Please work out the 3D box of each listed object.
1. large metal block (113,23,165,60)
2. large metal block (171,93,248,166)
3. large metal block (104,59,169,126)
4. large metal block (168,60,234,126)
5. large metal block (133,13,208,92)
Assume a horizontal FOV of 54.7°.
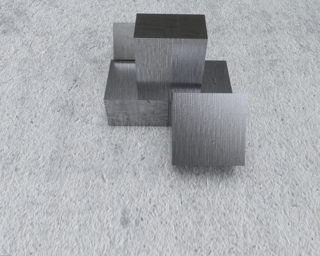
[{"bbox_3d":[-0.024,-0.124,0.465,0.081,0.050,0.080,0,6,0],"label":"large metal block"},{"bbox_3d":[0.054,-0.001,0.362,0.081,0.079,0.050,1,6,0],"label":"large metal block"},{"bbox_3d":[-0.029,-0.049,0.427,0.081,0.050,0.080,1,50,0],"label":"large metal block"},{"bbox_3d":[0.052,-0.049,0.428,0.081,0.050,0.080,1,50,0],"label":"large metal block"},{"bbox_3d":[0.012,-0.090,0.381,0.081,0.080,0.050,1,50,0],"label":"large metal block"}]
